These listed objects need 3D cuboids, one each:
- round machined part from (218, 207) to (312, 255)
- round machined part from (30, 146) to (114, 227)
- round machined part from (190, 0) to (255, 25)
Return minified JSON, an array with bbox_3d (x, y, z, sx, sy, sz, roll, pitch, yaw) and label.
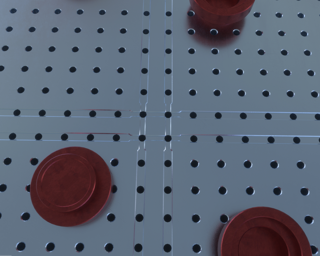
[{"bbox_3d":[0.115,0.142,0.352,0.099,0.042,0.098,0,70,-1],"label":"round machined part"},{"bbox_3d":[-0.108,0.069,0.376,0.099,0.042,0.098,0,70,-1],"label":"round machined part"},{"bbox_3d":[0.094,-0.199,0.477,0.099,0.042,0.098,0,70,-1],"label":"round machined part"}]
